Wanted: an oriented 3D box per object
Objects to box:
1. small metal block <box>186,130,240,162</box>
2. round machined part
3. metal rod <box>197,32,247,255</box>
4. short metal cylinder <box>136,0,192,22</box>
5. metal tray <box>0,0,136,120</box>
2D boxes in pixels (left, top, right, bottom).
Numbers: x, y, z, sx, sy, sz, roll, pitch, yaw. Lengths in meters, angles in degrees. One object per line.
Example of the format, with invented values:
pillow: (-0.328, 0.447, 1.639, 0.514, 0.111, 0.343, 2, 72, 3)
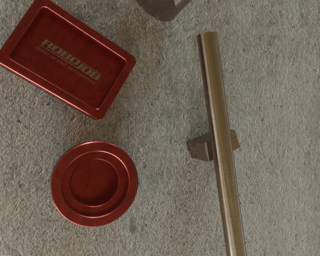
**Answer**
small metal block: (0.072, 0.022, 0.424, 0.050, 0.050, 0.025, -22, 98, -19)
round machined part: (-0.079, 0.064, 0.371, 0.099, 0.042, 0.097, 0, 90, -21)
metal rod: (0.079, 0.033, 0.386, 0.025, 0.025, 0.298, -10, 94, -20)
short metal cylinder: (0.004, -0.181, 0.382, 0.080, 0.080, 0.050, 45, 76, -15)
metal tray: (-0.106, -0.078, 0.367, 0.130, 0.030, 0.090, 32, 80, -18)
